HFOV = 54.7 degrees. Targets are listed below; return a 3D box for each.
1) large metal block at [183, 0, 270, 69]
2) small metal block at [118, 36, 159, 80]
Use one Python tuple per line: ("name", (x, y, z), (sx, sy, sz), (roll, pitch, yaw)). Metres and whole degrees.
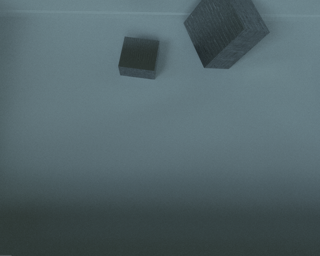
("large metal block", (0.088, -0.138, 0.424), (0.050, 0.080, 0.080), (-6, 67, -37))
("small metal block", (-0.029, -0.101, 0.446), (0.050, 0.025, 0.050), (8, 70, 2))
